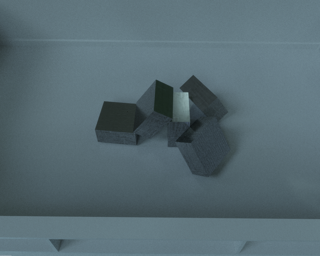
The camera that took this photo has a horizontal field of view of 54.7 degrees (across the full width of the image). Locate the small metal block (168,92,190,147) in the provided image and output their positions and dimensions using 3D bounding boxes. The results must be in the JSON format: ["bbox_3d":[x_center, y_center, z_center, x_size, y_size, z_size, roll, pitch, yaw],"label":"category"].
[{"bbox_3d":[0.023,-0.010,0.396,0.025,0.050,0.050,1,50,0],"label":"small metal block"}]

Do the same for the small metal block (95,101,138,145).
[{"bbox_3d":[-0.053,-0.007,0.407,0.050,0.025,0.050,5,50,4],"label":"small metal block"}]

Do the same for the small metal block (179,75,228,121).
[{"bbox_3d":[0.059,-0.037,0.415,0.025,0.050,0.050,-44,57,7],"label":"small metal block"}]

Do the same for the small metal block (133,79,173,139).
[{"bbox_3d":[-0.008,-0.022,0.382,0.025,0.050,0.050,22,49,-23],"label":"small metal block"}]

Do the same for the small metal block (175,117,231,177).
[{"bbox_3d":[0.052,0.021,0.366,0.025,0.050,0.050,2,38,50],"label":"small metal block"}]
